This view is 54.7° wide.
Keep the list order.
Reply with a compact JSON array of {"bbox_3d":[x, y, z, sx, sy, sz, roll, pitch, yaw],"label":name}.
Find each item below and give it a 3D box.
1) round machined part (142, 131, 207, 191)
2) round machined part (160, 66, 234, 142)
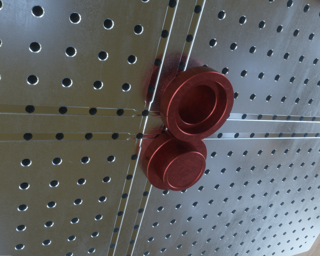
[{"bbox_3d":[0.027,0.052,0.449,0.099,0.042,0.097,-14,125,-21],"label":"round machined part"},{"bbox_3d":[0.044,-0.034,0.405,0.099,0.042,0.097,-14,125,-21],"label":"round machined part"}]
